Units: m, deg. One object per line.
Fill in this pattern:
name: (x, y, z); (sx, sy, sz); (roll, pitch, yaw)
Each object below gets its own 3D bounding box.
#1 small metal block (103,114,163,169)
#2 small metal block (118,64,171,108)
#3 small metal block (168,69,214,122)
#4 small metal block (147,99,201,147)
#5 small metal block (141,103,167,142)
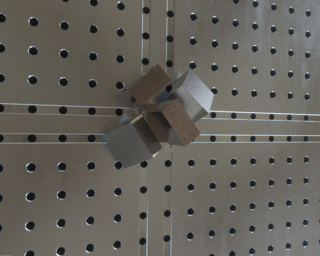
small metal block: (-0.034, 0.017, 0.384); (0.050, 0.050, 0.025); (58, 36, -11)
small metal block: (-0.021, -0.051, 0.391); (0.050, 0.050, 0.025); (-43, 104, -15)
small metal block: (0.043, -0.044, 0.414); (0.050, 0.025, 0.050); (44, 36, -15)
small metal block: (0.016, -0.006, 0.378); (0.025, 0.050, 0.050); (-38, 103, -17)
small metal block: (0.002, -0.006, 0.413); (0.050, 0.025, 0.050); (1, 90, -21)
